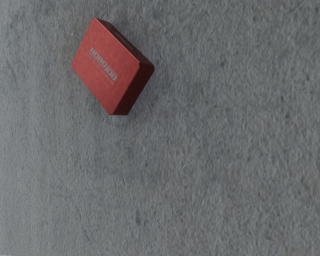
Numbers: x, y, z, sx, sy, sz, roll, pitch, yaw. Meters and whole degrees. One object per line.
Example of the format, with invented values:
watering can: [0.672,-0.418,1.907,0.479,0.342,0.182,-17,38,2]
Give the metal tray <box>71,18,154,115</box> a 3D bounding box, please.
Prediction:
metal tray: [-0.075,-0.091,0.461,0.130,0.030,0.089,48,118,29]
